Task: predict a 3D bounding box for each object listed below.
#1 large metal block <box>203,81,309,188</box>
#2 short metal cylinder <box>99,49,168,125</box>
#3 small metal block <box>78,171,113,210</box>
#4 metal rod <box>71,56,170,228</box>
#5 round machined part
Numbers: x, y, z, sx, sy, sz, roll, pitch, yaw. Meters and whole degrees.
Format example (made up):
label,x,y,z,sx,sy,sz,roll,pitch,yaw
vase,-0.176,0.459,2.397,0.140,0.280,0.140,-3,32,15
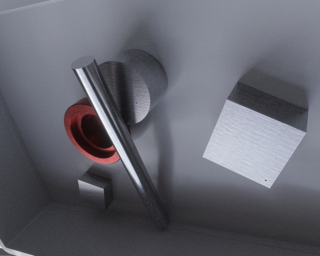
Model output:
label,x,y,z,sx,sy,sz,roll,pitch,yaw
large metal block,0.103,0.007,0.342,0.080,0.050,0.079,25,127,12
short metal cylinder,-0.037,-0.051,0.379,0.080,0.050,0.079,13,124,20
small metal block,-0.109,0.107,0.530,0.050,0.025,0.050,15,125,19
metal rod,-0.037,0.042,0.405,0.025,0.025,0.299,3,135,26
round machined part,-0.082,-0.001,0.436,0.098,0.042,0.097,16,128,21
